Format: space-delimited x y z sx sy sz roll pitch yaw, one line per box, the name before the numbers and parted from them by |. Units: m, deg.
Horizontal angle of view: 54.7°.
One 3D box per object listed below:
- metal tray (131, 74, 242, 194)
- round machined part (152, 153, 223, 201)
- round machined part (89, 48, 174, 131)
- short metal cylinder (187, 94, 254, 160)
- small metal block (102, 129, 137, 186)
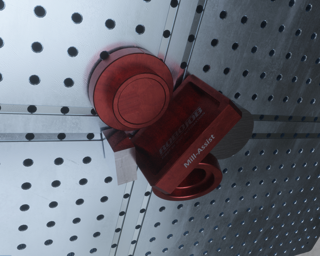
metal tray | 0.025 0.004 0.380 0.130 0.090 0.030 -48 129 5
round machined part | 0.035 0.061 0.437 0.099 0.042 0.097 -7 140 -5
round machined part | -0.028 -0.038 0.356 0.099 0.042 0.097 -14 124 -21
short metal cylinder | 0.082 -0.003 0.433 0.081 0.050 0.079 -14 124 -21
small metal block | -0.050 0.034 0.383 0.025 0.050 0.050 -14 125 -21
